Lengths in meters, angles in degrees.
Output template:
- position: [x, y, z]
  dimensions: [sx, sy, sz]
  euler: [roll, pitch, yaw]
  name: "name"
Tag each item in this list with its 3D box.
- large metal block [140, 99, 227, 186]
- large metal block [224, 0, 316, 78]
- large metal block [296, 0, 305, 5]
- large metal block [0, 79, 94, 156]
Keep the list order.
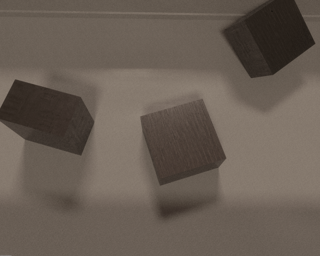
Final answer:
- position: [0.026, 0.019, 0.390]
  dimensions: [0.081, 0.050, 0.080]
  euler: [-16, 71, -6]
  name: "large metal block"
- position: [0.151, -0.126, 0.427]
  dimensions: [0.080, 0.050, 0.080]
  euler: [-36, 103, -12]
  name: "large metal block"
- position: [0.200, -0.253, 0.493]
  dimensions: [0.080, 0.050, 0.080]
  euler: [12, 70, 4]
  name: "large metal block"
- position: [-0.135, -0.010, 0.382]
  dimensions: [0.080, 0.080, 0.050]
  euler: [15, 71, 5]
  name: "large metal block"
